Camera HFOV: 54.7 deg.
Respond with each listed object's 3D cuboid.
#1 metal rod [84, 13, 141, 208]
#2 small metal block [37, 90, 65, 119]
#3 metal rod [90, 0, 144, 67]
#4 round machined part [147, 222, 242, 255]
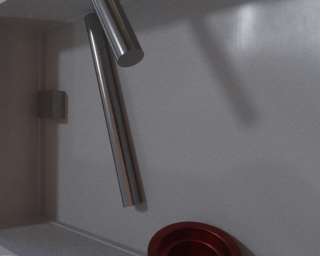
[{"bbox_3d":[-0.073,-0.033,0.464,0.025,0.025,0.299,-22,76,37],"label":"metal rod"},{"bbox_3d":[-0.200,-0.043,0.568,0.050,0.025,0.050,1,91,39],"label":"small metal block"},{"bbox_3d":[-0.083,-0.191,0.320,0.025,0.025,0.299,-37,68,34],"label":"metal rod"},{"bbox_3d":[0.036,0.148,0.331,0.098,0.099,0.042,20,117,38],"label":"round machined part"}]
